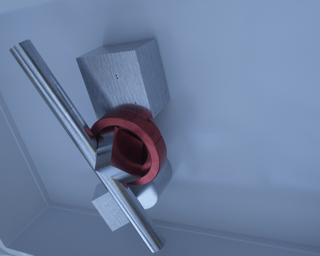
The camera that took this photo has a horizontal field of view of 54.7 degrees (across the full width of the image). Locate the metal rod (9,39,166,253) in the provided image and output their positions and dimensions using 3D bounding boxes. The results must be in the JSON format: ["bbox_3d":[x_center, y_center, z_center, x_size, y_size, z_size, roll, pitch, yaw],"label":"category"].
[{"bbox_3d":[-0.079,0.033,0.377,0.025,0.025,0.299,-21,108,35],"label":"metal rod"}]

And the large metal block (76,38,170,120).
[{"bbox_3d":[-0.042,-0.057,0.374,0.080,0.050,0.080,0,119,28],"label":"large metal block"}]

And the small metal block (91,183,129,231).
[{"bbox_3d":[-0.065,0.101,0.418,0.025,0.050,0.050,-30,104,3],"label":"small metal block"}]

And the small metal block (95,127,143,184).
[{"bbox_3d":[-0.048,0.033,0.373,0.025,0.050,0.050,-21,142,32],"label":"small metal block"}]

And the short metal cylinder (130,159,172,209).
[{"bbox_3d":[-0.029,0.070,0.449,0.080,0.050,0.079,13,124,20],"label":"short metal cylinder"}]

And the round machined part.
[{"bbox_3d":[-0.036,0.020,0.388,0.098,0.042,0.097,13,124,20],"label":"round machined part"}]
